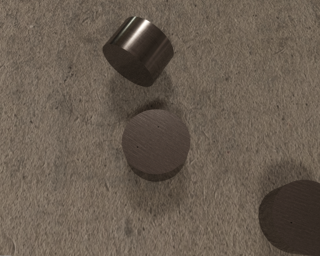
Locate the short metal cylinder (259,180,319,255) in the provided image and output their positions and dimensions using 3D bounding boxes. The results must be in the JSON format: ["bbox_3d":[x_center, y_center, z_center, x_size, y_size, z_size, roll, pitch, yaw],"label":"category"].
[{"bbox_3d":[0.162,0.104,0.359,0.081,0.050,0.080,0,70,0],"label":"short metal cylinder"}]

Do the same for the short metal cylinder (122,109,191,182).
[{"bbox_3d":[-0.005,0.023,0.386,0.081,0.050,0.080,0,70,0],"label":"short metal cylinder"}]

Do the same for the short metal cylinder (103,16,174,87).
[{"bbox_3d":[-0.029,-0.100,0.415,0.080,0.080,0.050,31,73,10],"label":"short metal cylinder"}]
